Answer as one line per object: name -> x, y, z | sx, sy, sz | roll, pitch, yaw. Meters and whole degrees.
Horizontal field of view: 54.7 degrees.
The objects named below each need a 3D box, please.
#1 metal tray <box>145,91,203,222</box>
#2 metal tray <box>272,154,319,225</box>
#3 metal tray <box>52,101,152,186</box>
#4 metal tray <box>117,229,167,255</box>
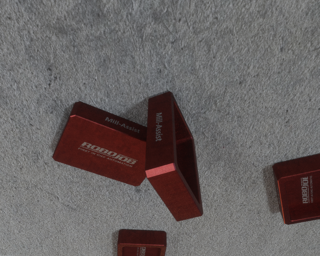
metal tray -> 0.017, 0.029, 0.363 | 0.030, 0.130, 0.090 | -18, 128, 15
metal tray -> 0.234, 0.099, 0.490 | 0.090, 0.030, 0.130 | -15, 129, 12
metal tray -> -0.069, 0.026, 0.426 | 0.131, 0.030, 0.089 | 22, 127, -18
metal tray -> -0.038, 0.252, 0.617 | 0.091, 0.030, 0.129 | 4, 130, -4
